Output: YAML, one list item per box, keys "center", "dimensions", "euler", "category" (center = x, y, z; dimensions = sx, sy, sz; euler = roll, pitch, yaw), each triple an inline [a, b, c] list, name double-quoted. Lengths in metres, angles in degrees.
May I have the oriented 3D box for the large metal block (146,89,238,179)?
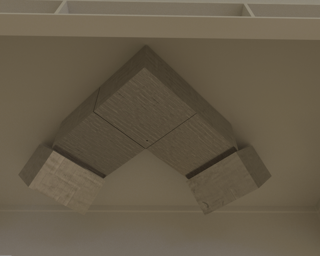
- center: [0.040, 0.010, 0.399]
  dimensions: [0.080, 0.050, 0.080]
  euler: [-36, 122, 26]
  category: "large metal block"

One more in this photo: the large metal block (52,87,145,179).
- center: [-0.075, 0.009, 0.397]
  dimensions: [0.080, 0.050, 0.080]
  euler: [-36, 122, 26]
  category: "large metal block"

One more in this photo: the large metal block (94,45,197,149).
- center: [-0.016, -0.033, 0.361]
  dimensions: [0.080, 0.050, 0.080]
  euler: [-36, 122, 26]
  category: "large metal block"

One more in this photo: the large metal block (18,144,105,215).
- center: [-0.134, 0.068, 0.418]
  dimensions: [0.080, 0.050, 0.080]
  euler: [38, 163, -28]
  category: "large metal block"

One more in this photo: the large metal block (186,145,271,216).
- center: [0.095, 0.069, 0.422]
  dimensions: [0.080, 0.050, 0.080]
  euler: [-36, 165, 26]
  category: "large metal block"
